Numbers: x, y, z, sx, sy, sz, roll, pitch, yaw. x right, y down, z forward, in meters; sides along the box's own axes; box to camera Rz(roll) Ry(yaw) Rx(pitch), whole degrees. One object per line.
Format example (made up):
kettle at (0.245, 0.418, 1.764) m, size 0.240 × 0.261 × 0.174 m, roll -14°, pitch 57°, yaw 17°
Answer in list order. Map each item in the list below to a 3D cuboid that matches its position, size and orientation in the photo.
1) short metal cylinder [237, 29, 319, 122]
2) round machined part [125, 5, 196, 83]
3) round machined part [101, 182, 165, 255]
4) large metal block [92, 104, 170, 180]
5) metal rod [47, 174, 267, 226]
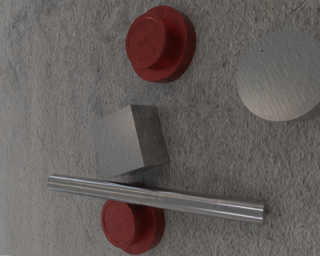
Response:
short metal cylinder at (0.120, -0.046, 0.289) m, size 0.080 × 0.050 × 0.080 m, roll 0°, pitch 90°, yaw 40°
round machined part at (-0.006, -0.108, 0.399) m, size 0.098 × 0.042 × 0.097 m, roll 0°, pitch 90°, yaw 40°
round machined part at (-0.044, 0.127, 0.430) m, size 0.098 × 0.042 × 0.097 m, roll 0°, pitch 90°, yaw 40°
large metal block at (-0.041, 0.020, 0.423) m, size 0.080 × 0.050 × 0.080 m, roll -22°, pitch 76°, yaw 37°
metal rod at (-0.025, 0.084, 0.388) m, size 0.300 × 0.025 × 0.025 m, roll 2°, pitch 91°, yaw 28°
